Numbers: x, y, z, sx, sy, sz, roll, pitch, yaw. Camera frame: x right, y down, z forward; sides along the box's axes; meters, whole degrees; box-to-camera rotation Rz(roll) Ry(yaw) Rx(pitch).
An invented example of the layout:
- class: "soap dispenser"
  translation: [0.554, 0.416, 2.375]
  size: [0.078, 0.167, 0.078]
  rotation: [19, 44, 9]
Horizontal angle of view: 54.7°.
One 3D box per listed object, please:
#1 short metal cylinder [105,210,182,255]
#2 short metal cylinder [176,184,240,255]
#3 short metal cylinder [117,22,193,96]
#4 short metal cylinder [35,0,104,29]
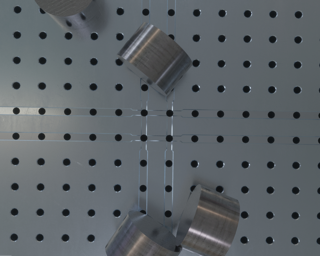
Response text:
- class: "short metal cylinder"
  translation: [-0.020, 0.148, 0.386]
  size: [0.080, 0.080, 0.050]
  rotation: [34, 90, 0]
- class: "short metal cylinder"
  translation: [0.058, 0.117, 0.386]
  size: [0.050, 0.080, 0.080]
  rotation: [23, 90, 0]
- class: "short metal cylinder"
  translation: [-0.007, -0.084, 0.386]
  size: [0.080, 0.080, 0.050]
  rotation: [39, 90, 0]
- class: "short metal cylinder"
  translation: [-0.117, -0.175, 0.400]
  size: [0.081, 0.050, 0.079]
  rotation: [0, 90, 0]
